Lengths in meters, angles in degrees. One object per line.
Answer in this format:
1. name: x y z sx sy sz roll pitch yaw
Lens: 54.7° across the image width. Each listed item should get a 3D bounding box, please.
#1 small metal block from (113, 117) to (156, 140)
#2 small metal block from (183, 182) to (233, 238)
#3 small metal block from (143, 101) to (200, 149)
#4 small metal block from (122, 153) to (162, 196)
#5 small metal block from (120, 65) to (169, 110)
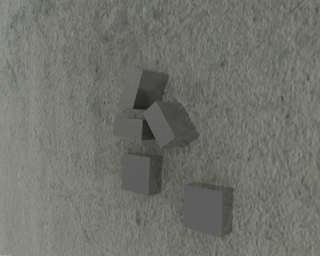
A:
1. small metal block: -0.025 0.000 0.407 0.050 0.050 0.025 7 94 39
2. small metal block: 0.055 0.092 0.358 0.050 0.025 0.050 2 91 39
3. small metal block: 0.014 -0.004 0.375 0.025 0.050 0.050 -41 65 32
4. small metal block: -0.025 0.061 0.424 0.050 0.025 0.050 4 92 39
5. small metal block: -0.020 -0.051 0.403 0.025 0.050 0.050 26 106 37
